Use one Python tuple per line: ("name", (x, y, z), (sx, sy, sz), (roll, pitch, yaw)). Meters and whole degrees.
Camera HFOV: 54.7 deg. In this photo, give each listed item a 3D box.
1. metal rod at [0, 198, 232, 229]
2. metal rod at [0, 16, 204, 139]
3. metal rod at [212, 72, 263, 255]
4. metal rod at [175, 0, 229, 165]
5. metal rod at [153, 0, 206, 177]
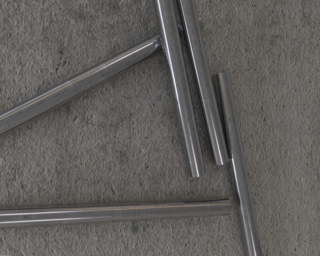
("metal rod", (-0.046, 0.106, 0.392), (0.302, 0.025, 0.025), (3, 89, -20))
("metal rod", (-0.070, -0.069, 0.382), (0.302, 0.025, 0.025), (-32, 101, -17))
("metal rod", (0.115, 0.069, 0.451), (0.025, 0.025, 0.298), (-13, 95, -20))
("metal rod", (0.049, -0.092, 0.404), (0.025, 0.025, 0.298), (-20, 105, -19))
("metal rod", (0.020, -0.079, 0.393), (0.025, 0.025, 0.298), (-17, 104, -19))
